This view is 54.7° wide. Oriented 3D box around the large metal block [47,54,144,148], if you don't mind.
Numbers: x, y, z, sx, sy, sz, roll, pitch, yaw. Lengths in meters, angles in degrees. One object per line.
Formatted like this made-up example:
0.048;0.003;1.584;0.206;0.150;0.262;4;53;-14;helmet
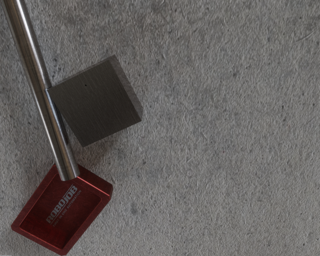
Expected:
-0.075;-0.034;0.383;0.080;0.050;0.080;-24;109;8;large metal block

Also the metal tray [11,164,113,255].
-0.140;0.114;0.447;0.090;0.030;0.129;35;106;-12;metal tray

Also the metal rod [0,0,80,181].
-0.149;-0.078;0.363;0.025;0.025;0.298;-13;104;4;metal rod
